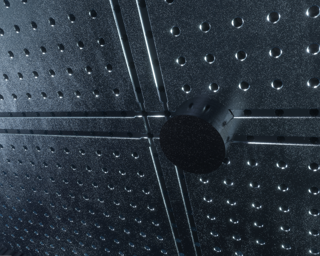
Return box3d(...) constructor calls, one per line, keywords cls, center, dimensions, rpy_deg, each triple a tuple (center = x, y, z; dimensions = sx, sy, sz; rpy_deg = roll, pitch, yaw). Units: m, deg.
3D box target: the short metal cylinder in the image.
box3d(cls="short metal cylinder", center=(0.046, 0.009, 0.376), dimensions=(0.080, 0.050, 0.080), rpy_deg=(13, 124, 21))
